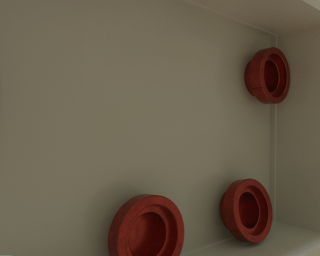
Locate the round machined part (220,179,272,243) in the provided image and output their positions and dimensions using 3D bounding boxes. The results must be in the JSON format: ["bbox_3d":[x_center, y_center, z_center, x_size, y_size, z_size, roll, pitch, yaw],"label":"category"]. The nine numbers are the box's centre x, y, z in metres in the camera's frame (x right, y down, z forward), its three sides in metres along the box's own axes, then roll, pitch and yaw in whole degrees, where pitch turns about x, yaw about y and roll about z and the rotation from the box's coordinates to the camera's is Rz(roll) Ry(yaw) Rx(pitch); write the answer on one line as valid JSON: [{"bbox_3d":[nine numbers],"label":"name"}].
[{"bbox_3d":[0.135,0.133,0.500,0.099,0.042,0.098,12,70,-36],"label":"round machined part"}]

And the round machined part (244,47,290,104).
[{"bbox_3d":[0.188,-0.091,0.552,0.099,0.042,0.097,0,90,-40],"label":"round machined part"}]

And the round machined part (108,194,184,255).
[{"bbox_3d":[-0.020,0.129,0.375,0.099,0.042,0.097,5,82,-39],"label":"round machined part"}]
